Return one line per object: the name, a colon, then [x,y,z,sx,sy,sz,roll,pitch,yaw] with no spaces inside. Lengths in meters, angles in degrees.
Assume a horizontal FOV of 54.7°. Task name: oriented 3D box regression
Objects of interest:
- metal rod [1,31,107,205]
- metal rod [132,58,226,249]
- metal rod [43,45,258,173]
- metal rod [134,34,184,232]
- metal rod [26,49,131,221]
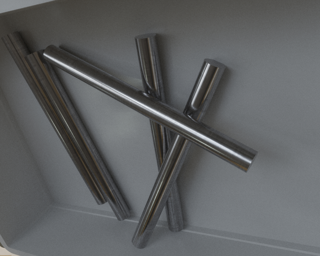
metal rod: [-0.155,-0.004,0.488,0.025,0.025,0.299,-11,113,33]
metal rod: [0.014,0.053,0.406,0.025,0.025,0.298,27,119,11]
metal rod: [-0.028,-0.034,0.370,0.300,0.025,0.025,29,129,21]
metal rod: [0.004,0.026,0.421,0.025,0.025,0.298,5,121,25]
metal rod: [-0.119,0.023,0.485,0.025,0.025,0.299,-11,113,33]
